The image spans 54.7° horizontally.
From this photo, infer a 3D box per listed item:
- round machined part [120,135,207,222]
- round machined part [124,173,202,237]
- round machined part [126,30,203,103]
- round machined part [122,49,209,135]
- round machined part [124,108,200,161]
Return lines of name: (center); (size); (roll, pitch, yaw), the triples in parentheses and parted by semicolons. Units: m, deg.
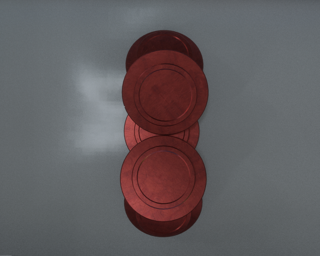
round machined part: (0.004, 0.056, 0.350); (0.099, 0.042, 0.098); (0, 79, 0)
round machined part: (0.004, 0.095, 0.388); (0.099, 0.042, 0.097); (0, 105, 0)
round machined part: (0.006, -0.082, 0.390); (0.099, 0.042, 0.098); (0, 74, -1)
round machined part: (0.006, -0.039, 0.350); (0.099, 0.042, 0.097); (0, 102, 0)
round machined part: (0.002, 0.004, 0.401); (0.099, 0.042, 0.097); (0, 89, 0)
